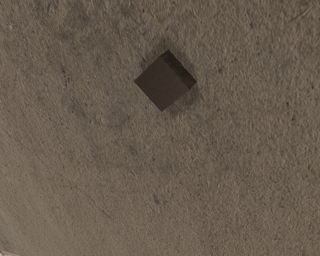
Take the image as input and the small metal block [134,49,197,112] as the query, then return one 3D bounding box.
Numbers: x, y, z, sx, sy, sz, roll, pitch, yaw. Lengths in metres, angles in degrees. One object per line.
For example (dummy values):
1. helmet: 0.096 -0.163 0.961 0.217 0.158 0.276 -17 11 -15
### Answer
1. small metal block: 0.006 -0.055 0.368 0.050 0.025 0.050 48 128 -6
